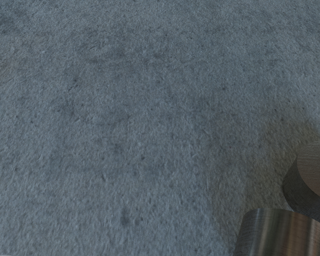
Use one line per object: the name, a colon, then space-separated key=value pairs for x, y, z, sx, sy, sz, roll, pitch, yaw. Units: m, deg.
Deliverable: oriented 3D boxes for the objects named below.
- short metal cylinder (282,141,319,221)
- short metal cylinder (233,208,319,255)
short metal cylinder: x=0.183 y=0.060 z=0.339 sx=0.081 sy=0.050 sz=0.080 roll=0 pitch=50 yaw=0
short metal cylinder: x=0.107 y=0.114 z=0.273 sx=0.080 sy=0.080 sz=0.050 roll=18 pitch=52 yaw=14
